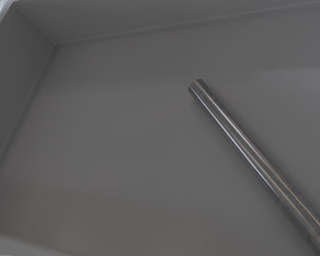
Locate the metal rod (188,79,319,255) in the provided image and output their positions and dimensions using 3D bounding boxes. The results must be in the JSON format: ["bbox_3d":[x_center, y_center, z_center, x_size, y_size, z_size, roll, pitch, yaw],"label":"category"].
[{"bbox_3d":[0.110,0.045,0.320,0.025,0.025,0.300,-35,51,5],"label":"metal rod"}]
